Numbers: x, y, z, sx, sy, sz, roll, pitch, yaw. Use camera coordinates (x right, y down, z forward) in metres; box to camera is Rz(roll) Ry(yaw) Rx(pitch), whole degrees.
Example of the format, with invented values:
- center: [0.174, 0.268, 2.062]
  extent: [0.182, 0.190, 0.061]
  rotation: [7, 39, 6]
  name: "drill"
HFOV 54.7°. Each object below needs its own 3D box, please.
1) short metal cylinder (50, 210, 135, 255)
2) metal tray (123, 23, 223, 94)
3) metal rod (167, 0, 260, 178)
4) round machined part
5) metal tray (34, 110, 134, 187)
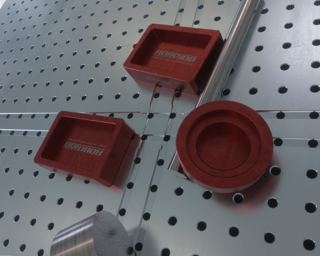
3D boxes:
- center: [-0.068, 0.135, 0.326]
  extent: [0.050, 0.080, 0.080]
  rotation: [-28, 52, 11]
  name: "short metal cylinder"
- center: [0.019, -0.107, 0.460]
  extent: [0.130, 0.030, 0.090]
  rotation: [20, 72, 35]
  name: "metal tray"
- center: [0.080, -0.075, 0.411]
  extent: [0.025, 0.025, 0.300]
  rotation: [13, 68, 33]
  name: "metal rod"
- center: [0.068, 0.022, 0.337]
  extent: [0.099, 0.042, 0.098]
  rotation: [-3, 65, 7]
  name: "round machined part"
- center: [-0.111, 0.025, 0.447]
  extent: [0.130, 0.030, 0.090]
  rotation: [8, 66, 31]
  name: "metal tray"
